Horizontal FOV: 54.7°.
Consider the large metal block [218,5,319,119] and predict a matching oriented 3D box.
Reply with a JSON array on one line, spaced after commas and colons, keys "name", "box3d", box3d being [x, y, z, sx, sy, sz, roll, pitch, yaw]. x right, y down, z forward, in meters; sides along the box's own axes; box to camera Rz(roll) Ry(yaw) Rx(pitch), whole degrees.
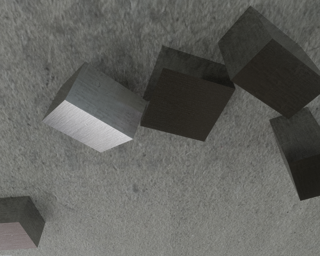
[{"name": "large metal block", "box3d": [0.112, -0.067, 0.315, 0.080, 0.080, 0.050, 28, 125, -22]}]

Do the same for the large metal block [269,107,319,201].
[{"name": "large metal block", "box3d": [0.187, 0.034, 0.403, 0.050, 0.080, 0.080, -21, 127, 16]}]

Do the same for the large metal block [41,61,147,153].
[{"name": "large metal block", "box3d": [-0.076, -0.019, 0.354, 0.080, 0.050, 0.080, 32, 149, -25]}]

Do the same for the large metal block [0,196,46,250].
[{"name": "large metal block", "box3d": [-0.254, 0.163, 0.526, 0.080, 0.050, 0.080, -5, 130, 3]}]

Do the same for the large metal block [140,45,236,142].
[{"name": "large metal block", "box3d": [0.028, -0.038, 0.359, 0.081, 0.050, 0.079, 14, 129, -13]}]
